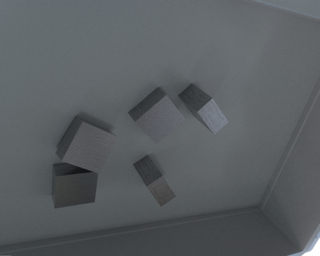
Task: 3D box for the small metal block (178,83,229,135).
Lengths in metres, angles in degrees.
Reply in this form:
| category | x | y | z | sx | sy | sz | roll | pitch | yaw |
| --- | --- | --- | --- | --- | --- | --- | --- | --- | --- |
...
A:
| category | x | y | z | sx | sy | sz | roll | pitch | yaw |
| --- | --- | --- | --- | --- | --- | --- | --- | --- | --- |
| small metal block | 0.057 | -0.025 | 0.407 | 0.025 | 0.050 | 0.050 | -42 | 129 | 1 |

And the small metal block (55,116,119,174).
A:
| category | x | y | z | sx | sy | sz | roll | pitch | yaw |
| --- | --- | --- | --- | --- | --- | --- | --- | --- | --- |
| small metal block | -0.086 | 0.020 | 0.367 | 0.050 | 0.025 | 0.050 | 28 | 90 | -37 |

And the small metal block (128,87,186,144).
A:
| category | x | y | z | sx | sy | sz | roll | pitch | yaw |
| --- | --- | --- | --- | --- | --- | --- | --- | --- | --- |
| small metal block | -0.004 | -0.015 | 0.397 | 0.050 | 0.025 | 0.050 | -41 | 130 | 0 |

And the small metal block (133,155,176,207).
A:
| category | x | y | z | sx | sy | sz | roll | pitch | yaw |
| --- | --- | --- | --- | --- | --- | --- | --- | --- | --- |
| small metal block | -0.008 | 0.073 | 0.433 | 0.025 | 0.050 | 0.050 | -34 | 129 | -6 |

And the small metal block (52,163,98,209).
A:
| category | x | y | z | sx | sy | sz | roll | pitch | yaw |
| --- | --- | --- | --- | --- | --- | --- | --- | --- | --- |
| small metal block | -0.109 | 0.071 | 0.393 | 0.050 | 0.025 | 0.050 | -3 | 120 | -27 |
